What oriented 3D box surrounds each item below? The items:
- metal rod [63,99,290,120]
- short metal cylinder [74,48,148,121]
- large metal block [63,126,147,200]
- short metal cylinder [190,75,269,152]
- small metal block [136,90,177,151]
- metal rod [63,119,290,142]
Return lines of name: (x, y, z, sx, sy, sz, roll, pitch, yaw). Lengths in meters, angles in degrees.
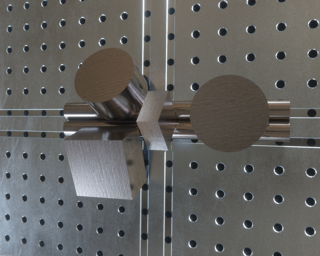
metal rod: (0.007, -0.023, 0.406, 0.301, 0.025, 0.025, 1, 90, 19)
short metal cylinder: (-0.062, -0.056, 0.402, 0.080, 0.050, 0.080, -7, 64, 16)
large metal block: (-0.069, 0.043, 0.405, 0.080, 0.050, 0.079, -1, 110, 20)
short metal cylinder: (0.078, -0.015, 0.341, 0.080, 0.050, 0.079, 0, 90, 20)
small metal block: (-0.002, -0.009, 0.366, 0.025, 0.050, 0.050, 1, 48, 20)
metal rod: (0.007, 0.002, 0.406, 0.301, 0.025, 0.025, 1, 90, 19)
